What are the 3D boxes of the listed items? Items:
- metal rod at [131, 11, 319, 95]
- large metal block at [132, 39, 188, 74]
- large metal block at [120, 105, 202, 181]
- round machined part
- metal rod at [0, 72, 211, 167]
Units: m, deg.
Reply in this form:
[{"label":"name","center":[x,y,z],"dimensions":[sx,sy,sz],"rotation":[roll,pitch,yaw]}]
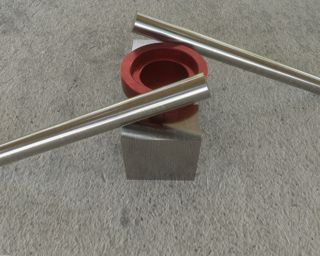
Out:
[{"label":"metal rod","center":[0.109,-0.092,0.414],"dimensions":[0.302,0.025,0.025],"rotation":[14,48,-18]},{"label":"large metal block","center":[0.004,-0.074,0.431],"dimensions":[0.081,0.080,0.050],"rotation":[1,50,0]},{"label":"large metal block","center":[0.001,0.018,0.354],"dimensions":[0.081,0.080,0.050],"rotation":[1,50,0]},{"label":"round machined part","center":[0.005,-0.054,0.363],"dimensions":[0.099,0.042,0.098],"rotation":[0,50,0]},{"label":"metal rod","center":[-0.094,0.003,0.329],"dimensions":[0.301,0.025,0.025],"rotation":[-18,49,14]}]
